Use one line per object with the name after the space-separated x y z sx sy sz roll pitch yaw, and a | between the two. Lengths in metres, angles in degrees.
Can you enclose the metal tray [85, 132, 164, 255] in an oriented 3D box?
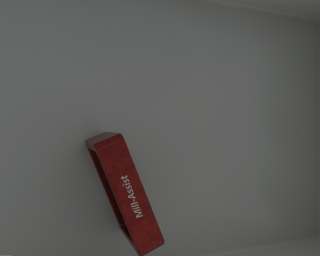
-0.044 0.070 0.359 0.030 0.090 0.129 -23 98 -18 | metal tray
